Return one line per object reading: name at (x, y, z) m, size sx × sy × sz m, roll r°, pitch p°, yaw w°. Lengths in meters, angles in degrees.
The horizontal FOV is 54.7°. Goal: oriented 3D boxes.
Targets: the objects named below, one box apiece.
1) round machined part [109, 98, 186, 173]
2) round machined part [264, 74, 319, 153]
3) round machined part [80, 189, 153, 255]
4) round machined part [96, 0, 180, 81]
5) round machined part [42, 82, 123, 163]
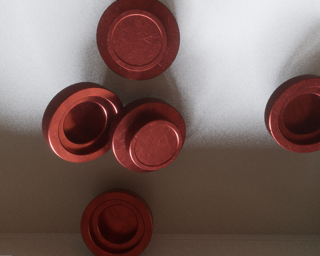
round machined part at (-0.011, 0.014, 0.390) m, size 0.099 × 0.042 × 0.097 m, roll -9°, pitch 115°, yaw -20°
round machined part at (0.183, -0.021, 0.397) m, size 0.099 × 0.042 × 0.097 m, roll 0°, pitch 110°, yaw -1°
round machined part at (-0.058, 0.134, 0.441) m, size 0.099 × 0.042 × 0.097 m, roll 0°, pitch 91°, yaw 2°
round machined part at (-0.025, -0.104, 0.364) m, size 0.099 × 0.042 × 0.097 m, roll 0°, pitch 110°, yaw -1°
round machined part at (-0.096, -0.010, 0.380) m, size 0.099 × 0.042 × 0.097 m, roll -22°, pitch 127°, yaw -32°
